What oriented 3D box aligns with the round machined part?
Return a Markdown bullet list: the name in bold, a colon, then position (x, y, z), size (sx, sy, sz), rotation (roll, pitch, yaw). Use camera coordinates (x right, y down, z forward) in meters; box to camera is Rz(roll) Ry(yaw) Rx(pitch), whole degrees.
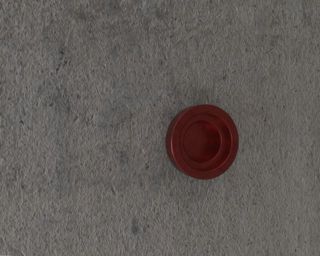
- **round machined part**: position (0.053, 0.018, 0.419), size (0.099, 0.042, 0.097), rotation (0, 90, -20)
